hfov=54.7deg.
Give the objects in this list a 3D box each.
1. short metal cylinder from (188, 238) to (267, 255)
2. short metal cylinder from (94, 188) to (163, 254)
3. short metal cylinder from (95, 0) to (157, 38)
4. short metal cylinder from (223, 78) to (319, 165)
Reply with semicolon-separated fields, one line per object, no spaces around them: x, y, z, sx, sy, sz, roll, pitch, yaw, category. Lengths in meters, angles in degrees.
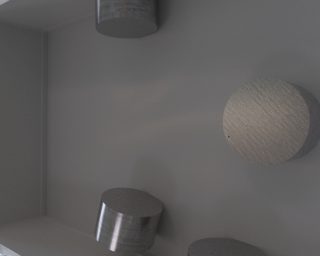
0.067;0.153;0.316;0.080;0.081;0.050;6;94;40;short metal cylinder
-0.041;0.118;0.405;0.080;0.081;0.050;22;104;38;short metal cylinder
-0.044;-0.155;0.408;0.080;0.081;0.050;-3;88;40;short metal cylinder
0.109;-0.006;0.300;0.080;0.050;0.080;0;90;40;short metal cylinder
